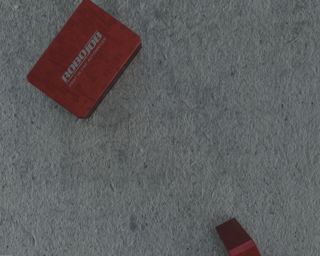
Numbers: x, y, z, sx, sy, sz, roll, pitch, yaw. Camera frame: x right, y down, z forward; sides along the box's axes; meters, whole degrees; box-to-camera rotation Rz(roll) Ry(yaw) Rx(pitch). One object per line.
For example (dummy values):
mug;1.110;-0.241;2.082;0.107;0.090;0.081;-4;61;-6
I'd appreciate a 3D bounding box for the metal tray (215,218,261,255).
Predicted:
metal tray;0.117;0.185;0.378;0.030;0.090;0.130;-27;90;0

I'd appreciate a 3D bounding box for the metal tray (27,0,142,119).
metal tray;-0.097;-0.088;0.406;0.090;0.030;0.130;36;90;0
